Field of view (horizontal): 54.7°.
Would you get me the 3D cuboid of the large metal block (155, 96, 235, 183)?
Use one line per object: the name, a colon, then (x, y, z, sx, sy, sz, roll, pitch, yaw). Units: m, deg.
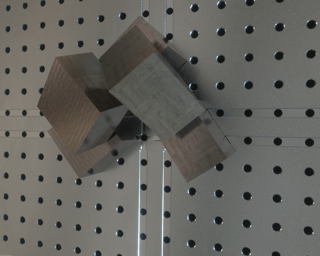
large metal block: (0.041, 0.011, 0.367, 0.050, 0.080, 0.080, -35, 79, 16)

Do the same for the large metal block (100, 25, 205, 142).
large metal block: (-0.010, -0.046, 0.311, 0.050, 0.080, 0.080, -39, 35, 11)

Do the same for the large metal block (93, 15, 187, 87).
large metal block: (-0.022, -0.082, 0.389, 0.080, 0.080, 0.050, -43, 77, 15)

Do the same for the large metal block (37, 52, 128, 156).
large metal block: (-0.089, -0.028, 0.360, 0.080, 0.050, 0.080, 49, 130, 13)

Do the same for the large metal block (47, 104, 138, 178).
large metal block: (-0.093, 0.010, 0.430, 0.080, 0.050, 0.080, -41, 78, 15)
